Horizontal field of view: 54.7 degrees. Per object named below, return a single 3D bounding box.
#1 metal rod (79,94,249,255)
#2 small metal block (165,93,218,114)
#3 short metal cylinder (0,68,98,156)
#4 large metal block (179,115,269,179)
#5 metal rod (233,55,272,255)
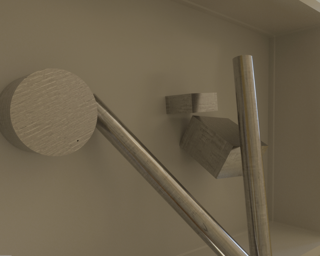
[{"bbox_3d":[0.023,0.078,0.336,0.300,0.025,0.025,46,58,3],"label":"metal rod"},{"bbox_3d":[0.044,-0.034,0.429,0.050,0.050,0.025,-7,95,-40],"label":"small metal block"},{"bbox_3d":[-0.109,-0.014,0.300,0.081,0.050,0.079,0,90,-40],"label":"short metal cylinder"},{"bbox_3d":[0.089,0.025,0.439,0.081,0.080,0.050,2,118,-40],"label":"large metal block"},{"bbox_3d":[0.113,0.059,0.373,0.025,0.025,0.298,4,79,-40],"label":"metal rod"}]
